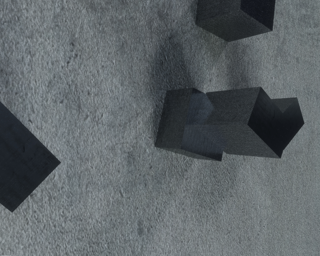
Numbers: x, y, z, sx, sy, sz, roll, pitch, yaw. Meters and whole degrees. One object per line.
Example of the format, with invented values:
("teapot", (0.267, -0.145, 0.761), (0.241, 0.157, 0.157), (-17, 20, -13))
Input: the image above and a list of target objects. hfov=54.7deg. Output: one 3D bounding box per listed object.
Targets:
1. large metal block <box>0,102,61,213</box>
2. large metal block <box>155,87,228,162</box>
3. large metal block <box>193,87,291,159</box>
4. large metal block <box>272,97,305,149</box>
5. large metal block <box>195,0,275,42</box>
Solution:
("large metal block", (-0.141, 0.016, 0.251), (0.050, 0.080, 0.080), (-51, 120, -28))
("large metal block", (0.047, -0.003, 0.427), (0.080, 0.050, 0.080), (20, 78, -38))
("large metal block", (0.103, -0.005, 0.390), (0.080, 0.080, 0.050), (38, 67, -34))
("large metal block", (0.181, -0.008, 0.520), (0.080, 0.080, 0.050), (-39, 114, -33))
("large metal block", (0.112, -0.173, 0.462), (0.081, 0.080, 0.050), (12, 83, -40))
